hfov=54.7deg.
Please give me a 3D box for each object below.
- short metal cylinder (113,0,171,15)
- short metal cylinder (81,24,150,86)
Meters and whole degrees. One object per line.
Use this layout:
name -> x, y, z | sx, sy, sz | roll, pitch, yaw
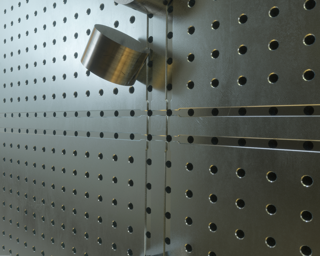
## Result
short metal cylinder -> -0.024, -0.198, 0.413 | 0.080, 0.050, 0.079 | 0, 90, 40
short metal cylinder -> -0.061, -0.100, 0.424 | 0.080, 0.081, 0.050 | 43, 116, 31
